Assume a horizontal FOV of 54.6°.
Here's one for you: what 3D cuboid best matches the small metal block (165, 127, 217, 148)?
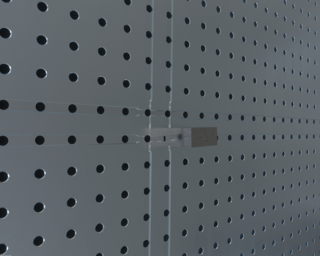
[{"bbox_3d":[0.043,0.012,0.428,0.050,0.050,0.025,-2,92,-40],"label":"small metal block"}]
